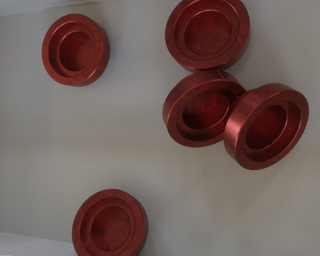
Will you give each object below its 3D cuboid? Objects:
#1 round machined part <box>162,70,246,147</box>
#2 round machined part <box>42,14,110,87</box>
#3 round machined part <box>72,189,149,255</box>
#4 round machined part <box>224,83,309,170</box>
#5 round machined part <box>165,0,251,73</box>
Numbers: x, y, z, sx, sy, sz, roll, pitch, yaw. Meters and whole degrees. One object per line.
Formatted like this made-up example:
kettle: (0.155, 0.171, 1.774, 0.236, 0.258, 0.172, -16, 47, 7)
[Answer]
round machined part: (0.050, -0.026, 0.364, 0.098, 0.098, 0.042, -39, 42, 16)
round machined part: (-0.114, -0.107, 0.440, 0.098, 0.042, 0.097, 0, 90, 19)
round machined part: (-0.062, 0.134, 0.409, 0.098, 0.042, 0.098, -7, 63, 14)
round machined part: (0.111, -0.005, 0.343, 0.098, 0.098, 0.042, -56, 39, 11)
round machined part: (0.059, -0.112, 0.375, 0.098, 0.042, 0.097, -3, 81, 19)
